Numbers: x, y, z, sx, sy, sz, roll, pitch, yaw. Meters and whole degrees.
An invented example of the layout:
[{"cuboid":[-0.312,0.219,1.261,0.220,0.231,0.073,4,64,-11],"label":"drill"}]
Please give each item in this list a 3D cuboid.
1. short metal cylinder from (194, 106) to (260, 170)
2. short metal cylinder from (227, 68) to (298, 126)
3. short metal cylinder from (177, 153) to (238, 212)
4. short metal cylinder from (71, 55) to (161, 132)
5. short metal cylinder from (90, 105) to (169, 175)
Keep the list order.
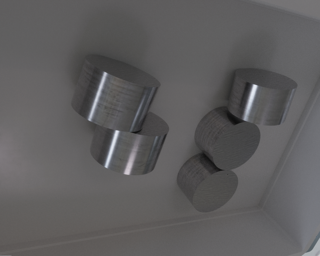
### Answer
[{"cuboid":[0.098,0.015,0.455,0.081,0.050,0.079,-14,124,-21],"label":"short metal cylinder"},{"cuboid":[0.137,-0.044,0.420,0.081,0.080,0.050,-7,121,-25],"label":"short metal cylinder"},{"cuboid":[0.074,0.084,0.485,0.081,0.050,0.079,-14,124,-21],"label":"short metal cylinder"},{"cuboid":[-0.046,-0.037,0.325,0.081,0.080,0.050,10,113,-33],"label":"short metal cylinder"},{"cuboid":[-0.036,0.011,0.360,0.081,0.080,0.050,6,116,-31],"label":"short metal cylinder"}]
